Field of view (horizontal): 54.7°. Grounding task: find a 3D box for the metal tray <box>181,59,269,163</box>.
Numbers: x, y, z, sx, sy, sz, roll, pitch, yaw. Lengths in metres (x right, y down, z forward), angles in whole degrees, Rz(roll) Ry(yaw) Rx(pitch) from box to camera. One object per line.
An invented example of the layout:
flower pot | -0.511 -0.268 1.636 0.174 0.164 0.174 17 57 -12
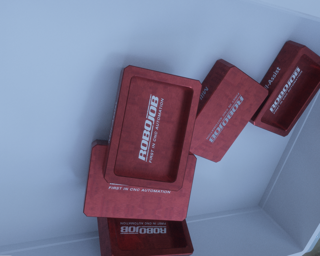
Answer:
metal tray | 0.083 -0.020 0.438 0.090 0.030 0.129 23 106 -37

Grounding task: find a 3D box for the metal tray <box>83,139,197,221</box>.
metal tray | -0.026 0.067 0.394 0.131 0.030 0.089 7 97 -14

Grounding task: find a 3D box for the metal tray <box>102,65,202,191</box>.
metal tray | -0.010 0.001 0.356 0.091 0.030 0.129 10 93 -15

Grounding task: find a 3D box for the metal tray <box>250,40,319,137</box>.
metal tray | 0.195 -0.056 0.476 0.091 0.030 0.129 17 109 -35

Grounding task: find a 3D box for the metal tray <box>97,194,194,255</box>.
metal tray | -0.021 0.140 0.439 0.131 0.090 0.030 12 137 -33
